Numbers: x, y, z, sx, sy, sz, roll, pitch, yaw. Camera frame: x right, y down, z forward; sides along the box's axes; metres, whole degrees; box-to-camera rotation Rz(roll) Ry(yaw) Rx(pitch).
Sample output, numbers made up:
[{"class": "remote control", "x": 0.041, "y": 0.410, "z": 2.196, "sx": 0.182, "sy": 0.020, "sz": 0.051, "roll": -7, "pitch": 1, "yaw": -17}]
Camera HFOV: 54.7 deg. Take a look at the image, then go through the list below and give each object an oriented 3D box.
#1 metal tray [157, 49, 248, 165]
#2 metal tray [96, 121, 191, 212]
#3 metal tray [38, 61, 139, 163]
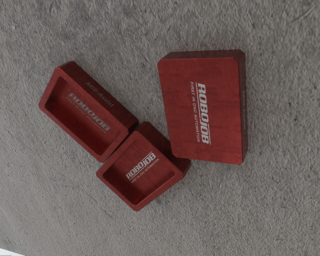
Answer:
[{"class": "metal tray", "x": 0.053, "y": -0.023, "z": 0.362, "sx": 0.090, "sy": 0.030, "sz": 0.129, "roll": 4, "pitch": 121, "yaw": 26}, {"class": "metal tray", "x": -0.028, "y": 0.061, "z": 0.455, "sx": 0.090, "sy": 0.030, "sz": 0.129, "roll": 43, "pitch": 129, "yaw": -2}, {"class": "metal tray", "x": -0.105, "y": -0.020, "z": 0.446, "sx": 0.130, "sy": 0.030, "sz": 0.090, "roll": 42, "pitch": 129, "yaw": -1}]
